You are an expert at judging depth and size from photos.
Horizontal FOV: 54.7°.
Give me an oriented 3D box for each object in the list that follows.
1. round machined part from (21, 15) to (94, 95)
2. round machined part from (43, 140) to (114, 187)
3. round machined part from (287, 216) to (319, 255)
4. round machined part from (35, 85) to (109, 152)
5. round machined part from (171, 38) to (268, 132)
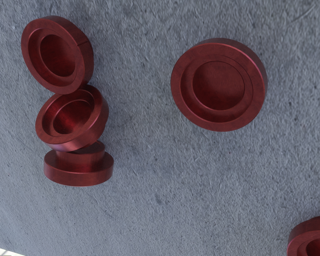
[{"bbox_3d":[-0.127,-0.096,0.403,0.098,0.042,0.097,13,124,21],"label":"round machined part"},{"bbox_3d":[-0.117,0.043,0.451,0.098,0.098,0.042,15,108,20],"label":"round machined part"},{"bbox_3d":[0.209,0.146,0.376,0.098,0.042,0.097,13,124,21],"label":"round machined part"},{"bbox_3d":[-0.114,-0.010,0.422,0.098,0.098,0.042,6,149,25],"label":"round machined part"},{"bbox_3d":[0.065,-0.048,0.332,0.098,0.042,0.097,13,124,21],"label":"round machined part"}]
